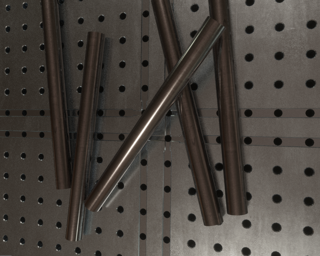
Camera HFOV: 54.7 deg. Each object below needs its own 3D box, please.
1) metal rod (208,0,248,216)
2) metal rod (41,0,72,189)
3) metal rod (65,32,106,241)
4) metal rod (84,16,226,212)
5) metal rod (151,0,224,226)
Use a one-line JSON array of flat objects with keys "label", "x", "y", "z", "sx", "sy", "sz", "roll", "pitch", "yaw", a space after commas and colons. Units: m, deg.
[{"label": "metal rod", "x": 0.082, "y": -0.045, "z": 0.383, "sx": 0.025, "sy": 0.025, "sz": 0.298, "roll": -5, "pitch": 88, "yaw": 19}, {"label": "metal rod", "x": -0.155, "y": -0.059, "z": 0.465, "sx": 0.025, "sy": 0.025, "sz": 0.298, "roll": -6, "pitch": 88, "yaw": 19}, {"label": "metal rod", "x": -0.108, "y": 0.013, "z": 0.449, "sx": 0.025, "sy": 0.025, "sz": 0.298, "roll": 8, "pitch": 93, "yaw": 19}, {"label": "metal rod", "x": -0.017, "y": -0.004, "z": 0.398, "sx": 0.025, "sy": 0.025, "sz": 0.298, "roll": 40, "pitch": 110, "yaw": 15}, {"label": "metal rod", "x": 0.034, "y": -0.026, "z": 0.399, "sx": 0.025, "sy": 0.025, "sz": 0.298, "roll": -15, "pitch": 85, "yaw": 19}]
